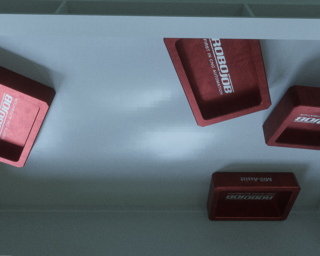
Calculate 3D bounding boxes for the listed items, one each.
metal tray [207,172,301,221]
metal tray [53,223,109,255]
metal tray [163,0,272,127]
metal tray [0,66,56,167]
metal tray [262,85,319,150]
[{"bbox_3d":[0.147,0.113,0.502,0.131,0.030,0.089,0,130,-1],"label":"metal tray"},{"bbox_3d":[-0.161,0.242,0.612,0.091,0.030,0.129,15,129,-13],"label":"metal tray"},{"bbox_3d":[0.067,-0.067,0.348,0.090,0.030,0.130,-17,129,13],"label":"metal tray"},{"bbox_3d":[-0.199,-0.012,0.393,0.090,0.030,0.129,23,126,-19],"label":"metal tray"},{"bbox_3d":[0.208,-0.007,0.385,0.131,0.030,0.090,5,146,-5],"label":"metal tray"}]
